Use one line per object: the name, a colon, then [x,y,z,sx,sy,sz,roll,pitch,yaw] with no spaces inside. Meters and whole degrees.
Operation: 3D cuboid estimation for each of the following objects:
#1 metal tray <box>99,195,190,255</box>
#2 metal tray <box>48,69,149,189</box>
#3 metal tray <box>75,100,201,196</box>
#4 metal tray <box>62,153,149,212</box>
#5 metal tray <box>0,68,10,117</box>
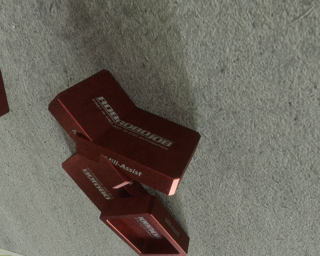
metal tray: [-0.021,0.156,0.481,0.090,0.030,0.130,-13,130,27]
metal tray: [-0.063,-0.001,0.391,0.030,0.090,0.130,-31,99,44]
metal tray: [-0.025,0.018,0.383,0.130,0.090,0.030,23,131,10]
metal tray: [-0.089,0.086,0.504,0.090,0.030,0.130,-31,102,38]
metal tray: [-0.325,-0.075,0.529,0.130,0.030,0.089,18,126,17]
